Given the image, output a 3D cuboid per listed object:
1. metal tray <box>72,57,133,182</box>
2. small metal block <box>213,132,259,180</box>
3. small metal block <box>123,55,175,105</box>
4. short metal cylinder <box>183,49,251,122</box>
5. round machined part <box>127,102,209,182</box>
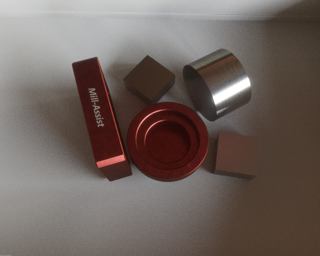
[{"bbox_3d":[-0.068,-0.008,0.375,0.030,0.090,0.130,-16,71,-6],"label":"metal tray"},{"bbox_3d":[0.097,0.036,0.396,0.050,0.025,0.050,8,70,4],"label":"small metal block"},{"bbox_3d":[-0.014,-0.065,0.431,0.050,0.025,0.050,38,75,14],"label":"small metal block"},{"bbox_3d":[0.072,-0.055,0.400,0.050,0.080,0.080,-28,73,-10],"label":"short metal cylinder"},{"bbox_3d":[0.009,0.020,0.390,0.099,0.042,0.098,0,70,-1],"label":"round machined part"}]
